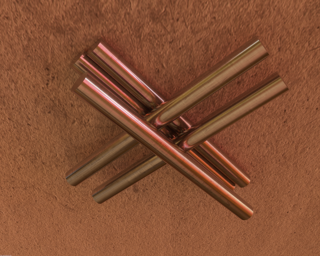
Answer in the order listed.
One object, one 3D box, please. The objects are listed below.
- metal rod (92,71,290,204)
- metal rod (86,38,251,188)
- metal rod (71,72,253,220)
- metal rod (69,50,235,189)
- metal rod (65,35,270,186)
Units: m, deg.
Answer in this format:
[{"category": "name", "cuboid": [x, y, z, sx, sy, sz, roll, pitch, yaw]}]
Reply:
[{"category": "metal rod", "cuboid": [0.021, 0.025, 0.397, 0.299, 0.025, 0.025, -34, 123, 25]}, {"category": "metal rod", "cuboid": [0.029, -0.003, 0.406, 0.025, 0.025, 0.301, -34, 123, 25]}, {"category": "metal rod", "cuboid": [0.022, 0.038, 0.376, 0.025, 0.025, 0.301, -35, 122, 26]}, {"category": "metal rod", "cuboid": [0.008, 0.008, 0.415, 0.025, 0.025, 0.301, -34, 123, 25]}, {"category": "metal rod", "cuboid": [-0.010, -0.006, 0.371, 0.299, 0.025, 0.025, -34, 123, 25]}]
